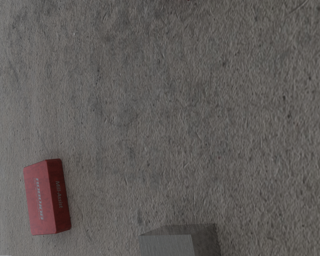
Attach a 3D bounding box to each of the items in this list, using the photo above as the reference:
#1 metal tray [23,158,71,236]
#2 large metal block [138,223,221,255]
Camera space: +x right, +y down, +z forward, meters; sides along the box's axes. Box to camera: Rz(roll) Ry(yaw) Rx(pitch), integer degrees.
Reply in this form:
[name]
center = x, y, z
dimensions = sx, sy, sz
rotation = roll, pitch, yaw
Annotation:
[metal tray]
center = -0.212, 0.129, 0.577
dimensions = 0.090, 0.030, 0.129
rotation = -19, 78, 38
[large metal block]
center = 0.026, 0.161, 0.367
dimensions = 0.080, 0.050, 0.080
rotation = -18, 79, 38
